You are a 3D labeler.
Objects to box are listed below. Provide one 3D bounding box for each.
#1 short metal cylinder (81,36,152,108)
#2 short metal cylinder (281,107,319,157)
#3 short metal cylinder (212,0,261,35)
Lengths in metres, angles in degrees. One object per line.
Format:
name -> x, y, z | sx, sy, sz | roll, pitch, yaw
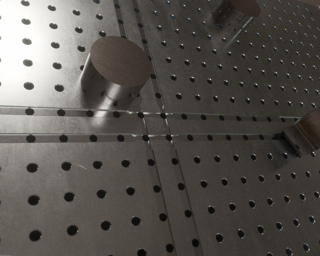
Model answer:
short metal cylinder -> -0.058, -0.073, 0.407 | 0.081, 0.050, 0.080 | 14, 56, -21
short metal cylinder -> 0.249, 0.004, 0.508 | 0.081, 0.080, 0.050 | -26, 76, -37
short metal cylinder -> 0.153, -0.234, 0.620 | 0.081, 0.050, 0.080 | 14, 56, -21
